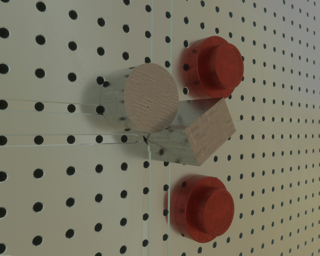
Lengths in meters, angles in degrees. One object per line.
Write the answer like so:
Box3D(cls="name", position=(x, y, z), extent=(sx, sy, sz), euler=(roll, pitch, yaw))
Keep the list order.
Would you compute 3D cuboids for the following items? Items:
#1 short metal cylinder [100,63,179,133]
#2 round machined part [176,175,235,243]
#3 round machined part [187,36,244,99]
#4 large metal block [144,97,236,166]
Box3D(cls="short metal cylinder", position=(-0.024, -0.034, 0.373), extent=(0.081, 0.050, 0.080), euler=(0, 90, -40))
Box3D(cls="round machined part", position=(0.073, 0.121, 0.459), extent=(0.099, 0.042, 0.097), euler=(0, 90, -40))
Box3D(cls="round machined part", position=(0.091, -0.092, 0.474), extent=(0.099, 0.042, 0.097), euler=(0, 90, -40))
Box3D(cls="large metal block", position=(0.037, 0.003, 0.405), extent=(0.080, 0.080, 0.050), euler=(-37, 113, -34))
